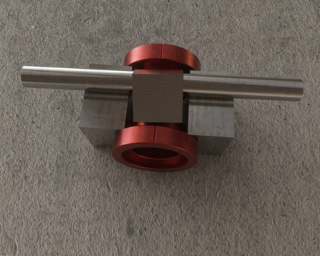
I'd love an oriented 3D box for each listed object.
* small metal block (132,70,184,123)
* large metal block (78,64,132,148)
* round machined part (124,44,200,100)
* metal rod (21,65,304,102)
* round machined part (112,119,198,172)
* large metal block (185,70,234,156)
[{"bbox_3d":[-0.002,-0.033,0.322,0.050,0.025,0.050,1,111,2],"label":"small metal block"},{"bbox_3d":[-0.061,-0.023,0.388,0.050,0.080,0.080,4,70,1],"label":"large metal block"},{"bbox_3d":[0.002,-0.061,0.393,0.099,0.098,0.042,4,71,1],"label":"round machined part"},{"bbox_3d":[0.002,-0.049,0.342,0.302,0.025,0.025,3,70,1],"label":"metal rod"},{"bbox_3d":[-0.005,0.017,0.364,0.099,0.098,0.042,4,65,1],"label":"round machined part"},{"bbox_3d":[0.058,-0.015,0.386,0.050,0.080,0.080,4,70,1],"label":"large metal block"}]
